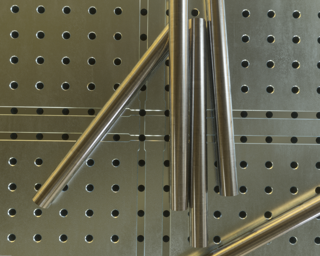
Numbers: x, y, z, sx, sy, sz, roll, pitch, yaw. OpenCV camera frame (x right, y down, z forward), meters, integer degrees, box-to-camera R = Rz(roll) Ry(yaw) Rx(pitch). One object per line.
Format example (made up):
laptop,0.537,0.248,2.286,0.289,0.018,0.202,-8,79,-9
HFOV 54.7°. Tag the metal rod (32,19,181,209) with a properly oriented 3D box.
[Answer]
metal rod,-0.067,-0.020,0.412,0.025,0.025,0.300,38,90,-1

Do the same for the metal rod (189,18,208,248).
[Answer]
metal rod,0.050,0.006,0.414,0.025,0.025,0.298,-1,90,-1

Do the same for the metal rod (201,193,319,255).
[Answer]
metal rod,0.148,0.137,0.415,0.301,0.025,0.025,-28,90,-1

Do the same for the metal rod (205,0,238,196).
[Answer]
metal rod,0.081,-0.060,0.414,0.025,0.025,0.298,-4,90,-1

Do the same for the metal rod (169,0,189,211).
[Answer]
metal rod,0.024,-0.042,0.397,0.025,0.025,0.298,-1,96,-1
